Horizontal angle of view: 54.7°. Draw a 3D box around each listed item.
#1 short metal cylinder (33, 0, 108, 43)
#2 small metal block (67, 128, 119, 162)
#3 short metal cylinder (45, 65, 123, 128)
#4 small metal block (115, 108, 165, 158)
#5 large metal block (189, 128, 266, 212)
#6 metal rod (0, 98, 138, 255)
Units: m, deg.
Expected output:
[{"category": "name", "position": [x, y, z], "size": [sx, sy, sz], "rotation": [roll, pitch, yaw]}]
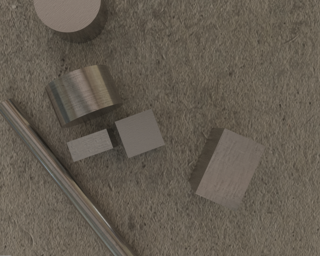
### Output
[{"category": "short metal cylinder", "position": [-0.111, -0.155, 0.396], "size": [0.081, 0.050, 0.079], "rotation": [0, 90, -1]}, {"category": "small metal block", "position": [-0.084, 0.021, 0.396], "size": [0.050, 0.050, 0.025], "rotation": [-19, 90, 0]}, {"category": "short metal cylinder", "position": [-0.092, -0.038, 0.381], "size": [0.080, 0.080, 0.050], "rotation": [-23, 90, 0]}, {"category": "small metal block", "position": [-0.026, 0.007, 0.410], "size": [0.050, 0.025, 0.050], "rotation": [-20, 90, -1]}, {"category": "large metal block", "position": [0.078, 0.046, 0.384], "size": [0.050, 0.080, 0.080], "rotation": [24, 90, -1]}, {"category": "metal rod", "position": [-0.110, 0.086, 0.408], "size": [0.025, 0.025, 0.300], "rotation": [-38, 91, 0]}]
